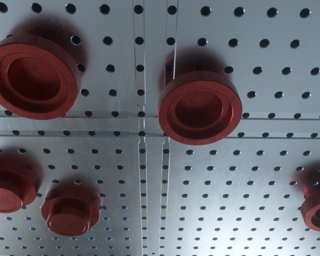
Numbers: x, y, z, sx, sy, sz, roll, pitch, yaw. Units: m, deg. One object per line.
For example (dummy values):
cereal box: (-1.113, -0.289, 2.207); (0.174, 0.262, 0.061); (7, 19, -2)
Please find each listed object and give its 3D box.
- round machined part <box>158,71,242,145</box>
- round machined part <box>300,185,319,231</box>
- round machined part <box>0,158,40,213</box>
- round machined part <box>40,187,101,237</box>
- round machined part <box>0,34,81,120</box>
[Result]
round machined part: (0.047, -0.028, 0.378); (0.099, 0.042, 0.097); (-1, 130, 0)
round machined part: (0.283, 0.127, 0.514); (0.099, 0.042, 0.097); (-1, 130, 0)
round machined part: (-0.242, 0.095, 0.478); (0.099, 0.042, 0.097); (-1, 130, 0)
round machined part: (-0.152, 0.147, 0.524); (0.099, 0.042, 0.097); (-1, 130, 0)
round machined part: (-0.139, -0.059, 0.348); (0.099, 0.042, 0.097); (-1, 130, 0)
